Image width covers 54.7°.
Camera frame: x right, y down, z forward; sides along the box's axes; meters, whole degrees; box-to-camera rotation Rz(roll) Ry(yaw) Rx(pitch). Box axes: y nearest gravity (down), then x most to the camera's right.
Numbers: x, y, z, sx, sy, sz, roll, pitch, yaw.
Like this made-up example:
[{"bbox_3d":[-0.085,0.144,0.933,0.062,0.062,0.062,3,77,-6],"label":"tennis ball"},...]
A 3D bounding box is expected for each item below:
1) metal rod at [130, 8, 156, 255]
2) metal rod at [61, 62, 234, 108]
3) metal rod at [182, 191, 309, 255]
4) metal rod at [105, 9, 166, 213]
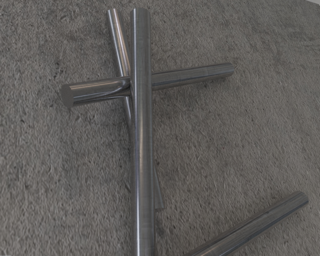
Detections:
[{"bbox_3d":[-0.020,0.005,0.342,0.025,0.025,0.299,5,74,-26],"label":"metal rod"},{"bbox_3d":[0.010,-0.066,0.424,0.302,0.025,0.025,-17,71,-43],"label":"metal rod"},{"bbox_3d":[0.087,0.127,0.356,0.302,0.025,0.025,-12,68,-38],"label":"metal rod"},{"bbox_3d":[-0.038,-0.040,0.407,0.025,0.025,0.299,1,61,-28],"label":"metal rod"}]
